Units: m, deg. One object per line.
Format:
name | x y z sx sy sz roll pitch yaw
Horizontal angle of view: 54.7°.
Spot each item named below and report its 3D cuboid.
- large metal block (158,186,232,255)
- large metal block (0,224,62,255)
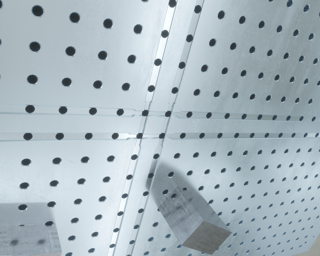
large metal block | 0.056 0.149 0.501 0.080 0.080 0.050 34 99 -39
large metal block | -0.182 0.176 0.405 0.081 0.050 0.079 7 115 -32
